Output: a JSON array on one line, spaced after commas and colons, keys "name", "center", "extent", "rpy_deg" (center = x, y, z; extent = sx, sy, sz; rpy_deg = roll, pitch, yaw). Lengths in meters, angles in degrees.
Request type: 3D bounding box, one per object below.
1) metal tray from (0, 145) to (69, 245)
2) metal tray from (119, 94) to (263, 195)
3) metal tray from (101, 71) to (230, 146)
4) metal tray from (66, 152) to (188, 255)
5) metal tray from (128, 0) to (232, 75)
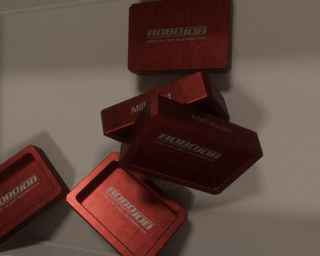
[{"name": "metal tray", "center": [-0.214, 0.098, 0.454], "extent": [0.130, 0.030, 0.090], "rpy_deg": [-37, 76, -8]}, {"name": "metal tray", "center": [0.032, 0.024, 0.339], "extent": [0.131, 0.030, 0.089], "rpy_deg": [20, 132, -18]}, {"name": "metal tray", "center": [0.008, -0.015, 0.369], "extent": [0.130, 0.090, 0.030], "rpy_deg": [-19, 68, 18]}, {"name": "metal tray", "center": [-0.042, 0.103, 0.396], "extent": [0.130, 0.030, 0.090], "rpy_deg": [38, 65, 16]}, {"name": "metal tray", "center": [0.025, -0.116, 0.399], "extent": [0.130, 0.030, 0.089], "rpy_deg": [2, 91, 19]}]
